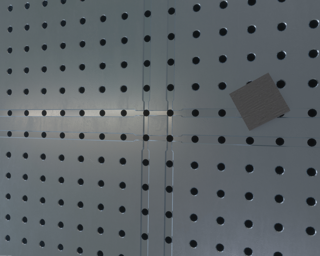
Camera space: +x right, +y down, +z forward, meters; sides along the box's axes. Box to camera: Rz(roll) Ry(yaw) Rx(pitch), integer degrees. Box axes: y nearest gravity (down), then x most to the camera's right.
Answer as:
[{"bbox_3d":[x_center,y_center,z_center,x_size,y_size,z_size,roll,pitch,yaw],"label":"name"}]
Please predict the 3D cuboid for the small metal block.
[{"bbox_3d":[0.119,-0.030,0.370,0.050,0.025,0.050,-29,81,17],"label":"small metal block"}]
